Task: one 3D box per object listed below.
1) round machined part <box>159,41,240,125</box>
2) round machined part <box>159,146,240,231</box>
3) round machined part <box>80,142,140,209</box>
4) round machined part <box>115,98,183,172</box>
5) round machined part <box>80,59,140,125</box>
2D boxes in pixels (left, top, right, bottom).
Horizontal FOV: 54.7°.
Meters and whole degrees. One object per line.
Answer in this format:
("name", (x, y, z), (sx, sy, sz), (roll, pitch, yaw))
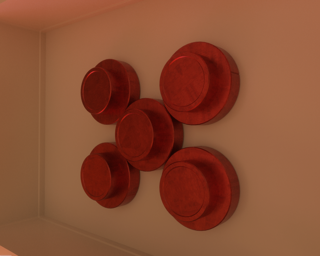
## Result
("round machined part", (0.038, -0.052, 0.361), (0.098, 0.042, 0.097), (0, 90, 39))
("round machined part", (0.038, 0.071, 0.361), (0.098, 0.042, 0.097), (0, 90, 39))
("round machined part", (-0.080, 0.070, 0.457), (0.098, 0.042, 0.097), (0, 90, 39))
("round machined part", (-0.021, 0.009, 0.409), (0.098, 0.042, 0.097), (0, 90, 39))
("round machined part", (-0.080, -0.053, 0.457), (0.098, 0.042, 0.097), (0, 90, 39))
